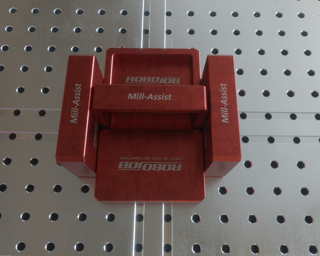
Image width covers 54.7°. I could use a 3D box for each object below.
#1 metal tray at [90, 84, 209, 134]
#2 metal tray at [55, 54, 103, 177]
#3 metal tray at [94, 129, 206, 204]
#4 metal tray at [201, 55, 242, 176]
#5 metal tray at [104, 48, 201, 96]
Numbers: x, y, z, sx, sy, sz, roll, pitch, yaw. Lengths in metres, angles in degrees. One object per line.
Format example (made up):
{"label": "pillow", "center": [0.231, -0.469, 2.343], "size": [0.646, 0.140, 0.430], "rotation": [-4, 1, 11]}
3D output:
{"label": "metal tray", "center": [-0.012, -0.020, 0.382], "size": [0.131, 0.090, 0.030], "rotation": [1, 70, 0]}
{"label": "metal tray", "center": [-0.092, -0.012, 0.380], "size": [0.030, 0.090, 0.130], "rotation": [1, 70, 0]}
{"label": "metal tray", "center": [-0.012, 0.048, 0.390], "size": [0.131, 0.030, 0.090], "rotation": [1, 70, 0]}
{"label": "metal tray", "center": [0.070, -0.013, 0.382], "size": [0.030, 0.090, 0.130], "rotation": [1, 70, 0]}
{"label": "metal tray", "center": [-0.010, -0.065, 0.433], "size": [0.131, 0.030, 0.090], "rotation": [1, 70, 0]}
